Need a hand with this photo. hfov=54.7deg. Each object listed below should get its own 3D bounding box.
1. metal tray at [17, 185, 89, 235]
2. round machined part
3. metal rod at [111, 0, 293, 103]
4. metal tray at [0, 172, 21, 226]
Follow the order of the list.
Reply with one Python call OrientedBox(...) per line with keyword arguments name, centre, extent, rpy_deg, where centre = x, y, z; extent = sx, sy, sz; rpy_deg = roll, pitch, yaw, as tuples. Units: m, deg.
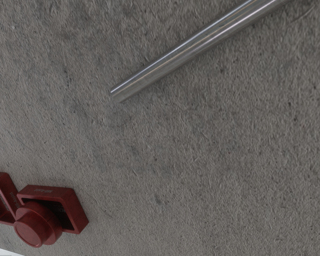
OrientedBox(name="metal tray", centre=(-0.213, 0.160, 0.614), extent=(0.130, 0.030, 0.089), rpy_deg=(-2, 117, 29))
OrientedBox(name="round machined part", centre=(-0.244, 0.194, 0.605), extent=(0.098, 0.042, 0.097), rpy_deg=(13, 124, 20))
OrientedBox(name="metal rod", centre=(0.054, -0.096, 0.319), extent=(0.299, 0.025, 0.025), rpy_deg=(-25, 105, 37))
OrientedBox(name="metal tray", centre=(-0.350, 0.157, 0.684), extent=(0.090, 0.030, 0.129), rpy_deg=(0, 119, 28))
